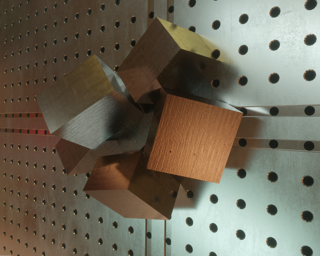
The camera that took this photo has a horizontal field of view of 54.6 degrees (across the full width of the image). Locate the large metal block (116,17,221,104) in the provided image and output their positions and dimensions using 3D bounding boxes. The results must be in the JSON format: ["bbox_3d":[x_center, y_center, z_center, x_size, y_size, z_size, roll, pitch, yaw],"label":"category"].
[{"bbox_3d":[0.010,-0.073,0.366,0.080,0.081,0.050,-47,63,30],"label":"large metal block"}]

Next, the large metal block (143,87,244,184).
[{"bbox_3d":[0.032,0.007,0.338,0.050,0.080,0.080,-115,39,-73],"label":"large metal block"}]

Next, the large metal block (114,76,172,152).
[{"bbox_3d":[-0.020,-0.012,0.413,0.080,0.050,0.080,-47,62,30],"label":"large metal block"}]

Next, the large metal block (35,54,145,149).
[{"bbox_3d":[-0.077,-0.025,0.356,0.080,0.080,0.050,-34,67,8],"label":"large metal block"}]

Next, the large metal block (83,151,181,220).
[{"bbox_3d":[-0.035,0.075,0.394,0.080,0.080,0.050,-11,47,39],"label":"large metal block"}]

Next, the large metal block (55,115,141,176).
[{"bbox_3d":[-0.089,0.021,0.447,0.080,0.081,0.050,-46,63,30],"label":"large metal block"}]
